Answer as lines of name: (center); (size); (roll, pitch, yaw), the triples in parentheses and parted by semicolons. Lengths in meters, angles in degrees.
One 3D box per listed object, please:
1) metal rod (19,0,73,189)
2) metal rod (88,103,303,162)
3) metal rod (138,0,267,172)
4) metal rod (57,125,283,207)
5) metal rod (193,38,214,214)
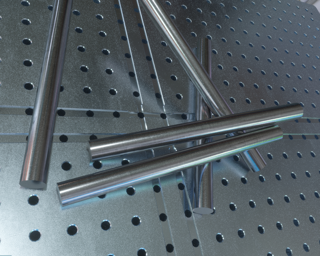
metal rod: (-0.133, -0.073, 0.381); (0.025, 0.025, 0.299); (11, 57, -23)
metal rod: (0.060, 0.001, 0.402); (0.303, 0.025, 0.025); (-10, 67, -20)
metal rod: (0.060, -0.066, 0.439); (0.025, 0.025, 0.299); (-38, 95, -39)
metal rod: (0.032, 0.038, 0.377); (0.303, 0.025, 0.025); (-13, 68, -25)
metal rod: (0.065, -0.024, 0.459); (0.025, 0.025, 0.300); (18, 54, -18)
